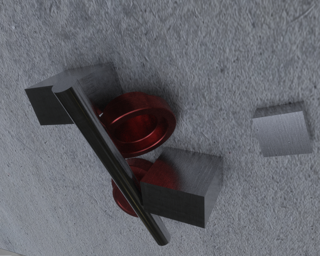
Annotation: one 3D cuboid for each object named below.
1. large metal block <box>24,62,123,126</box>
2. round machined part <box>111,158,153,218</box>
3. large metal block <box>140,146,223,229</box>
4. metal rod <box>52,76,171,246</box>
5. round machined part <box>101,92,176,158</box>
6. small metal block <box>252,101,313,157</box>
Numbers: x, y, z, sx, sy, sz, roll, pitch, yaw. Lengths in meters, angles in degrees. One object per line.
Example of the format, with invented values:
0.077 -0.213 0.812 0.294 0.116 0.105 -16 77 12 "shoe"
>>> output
-0.107 -0.045 0.399 0.080 0.080 0.050 -2 116 29 "large metal block"
-0.033 0.098 0.474 0.098 0.042 0.097 13 124 21 "round machined part"
0.031 0.072 0.400 0.080 0.080 0.050 9 122 23 "large metal block"
-0.042 0.065 0.381 0.025 0.025 0.299 2 136 27 "metal rod"
-0.033 -0.007 0.386 0.097 0.099 0.042 -57 46 39 "round machined part"
0.134 0.002 0.337 0.050 0.025 0.050 -10 114 32 "small metal block"
